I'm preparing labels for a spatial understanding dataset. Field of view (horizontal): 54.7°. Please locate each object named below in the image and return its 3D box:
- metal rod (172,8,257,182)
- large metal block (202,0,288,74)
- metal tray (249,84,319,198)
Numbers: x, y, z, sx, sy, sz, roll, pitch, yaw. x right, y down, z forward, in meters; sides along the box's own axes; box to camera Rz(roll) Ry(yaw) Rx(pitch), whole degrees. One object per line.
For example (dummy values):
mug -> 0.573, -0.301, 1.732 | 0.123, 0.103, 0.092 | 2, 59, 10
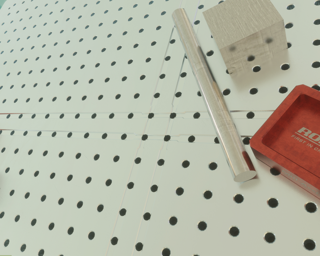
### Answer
metal rod -> 0.061, -0.066, 0.416 | 0.025, 0.025, 0.299 | -24, 53, 13
large metal block -> 0.112, -0.132, 0.414 | 0.080, 0.050, 0.080 | -23, 53, 14
metal tray -> 0.168, 0.021, 0.303 | 0.090, 0.030, 0.130 | -48, 51, -6
